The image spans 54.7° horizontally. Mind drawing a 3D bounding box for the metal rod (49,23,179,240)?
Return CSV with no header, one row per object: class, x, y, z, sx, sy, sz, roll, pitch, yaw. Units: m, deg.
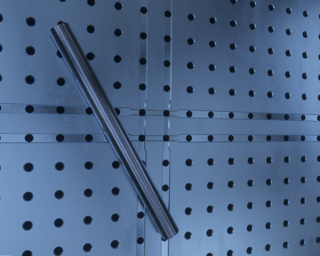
metal rod,-0.053,0.012,0.393,0.025,0.025,0.299,-30,100,-18
